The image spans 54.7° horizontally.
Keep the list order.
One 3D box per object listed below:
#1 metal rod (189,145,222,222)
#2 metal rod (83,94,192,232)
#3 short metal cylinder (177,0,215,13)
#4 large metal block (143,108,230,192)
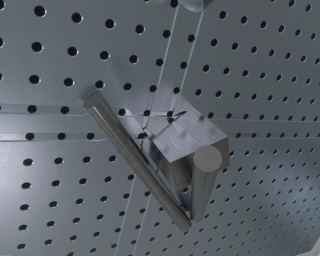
[{"bbox_3d":[0.053,0.090,0.409,0.025,0.025,0.299,-30,156,-9],"label":"metal rod"},{"bbox_3d":[-0.016,0.069,0.445,0.025,0.025,0.299,-35,129,-5],"label":"metal rod"},{"bbox_3d":[0.034,-0.159,0.296,0.050,0.080,0.080,-41,130,0],"label":"short metal cylinder"},{"bbox_3d":[0.034,0.026,0.411,0.081,0.080,0.050,-22,127,-15],"label":"large metal block"}]
